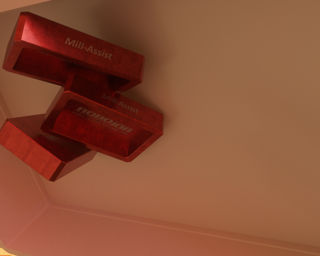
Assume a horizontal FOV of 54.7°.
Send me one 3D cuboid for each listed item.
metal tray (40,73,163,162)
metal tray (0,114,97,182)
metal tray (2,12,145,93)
[{"bbox_3d":[-0.072,-0.007,0.396,0.131,0.030,0.090,24,137,-25],"label":"metal tray"},{"bbox_3d":[-0.145,0.019,0.427,0.090,0.130,0.030,36,101,4],"label":"metal tray"},{"bbox_3d":[-0.094,-0.071,0.341,0.131,0.030,0.090,14,164,-31],"label":"metal tray"}]
